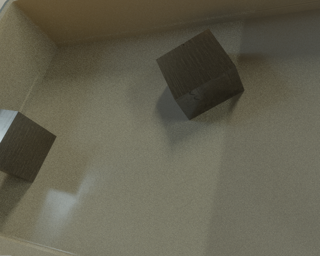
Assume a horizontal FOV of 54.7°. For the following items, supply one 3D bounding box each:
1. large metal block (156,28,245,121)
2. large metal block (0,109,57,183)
[{"bbox_3d":[0.051,-0.070,0.406,0.080,0.050,0.080,-29,52,10],"label":"large metal block"},{"bbox_3d":[-0.219,0.027,0.469,0.050,0.080,0.080,7,65,31],"label":"large metal block"}]
